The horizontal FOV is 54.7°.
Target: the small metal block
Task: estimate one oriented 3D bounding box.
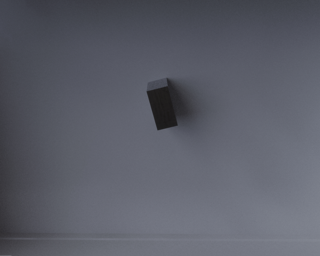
[{"bbox_3d":[0.003,-0.031,0.387,0.025,0.050,0.050,-14,110,5],"label":"small metal block"}]
